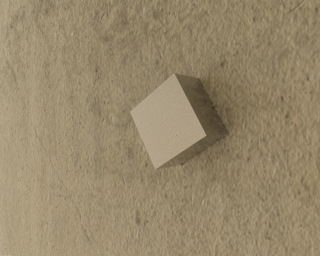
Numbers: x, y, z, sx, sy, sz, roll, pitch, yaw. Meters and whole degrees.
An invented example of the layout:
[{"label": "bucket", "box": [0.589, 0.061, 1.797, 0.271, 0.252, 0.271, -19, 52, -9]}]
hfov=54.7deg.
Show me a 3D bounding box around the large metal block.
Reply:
[{"label": "large metal block", "box": [0.021, -0.006, 0.370, 0.080, 0.050, 0.080, -38, 67, 33]}]
